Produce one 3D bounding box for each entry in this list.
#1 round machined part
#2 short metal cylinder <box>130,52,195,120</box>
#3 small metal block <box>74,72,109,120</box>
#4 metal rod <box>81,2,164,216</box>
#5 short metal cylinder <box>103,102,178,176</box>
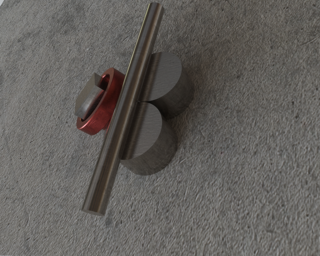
[{"bbox_3d":[-0.074,-0.032,0.437,0.098,0.042,0.098,-42,31,33],"label":"round machined part"},{"bbox_3d":[0.001,-0.057,0.424,0.080,0.050,0.080,-13,56,21],"label":"short metal cylinder"},{"bbox_3d":[-0.093,-0.042,0.428,0.050,0.025,0.050,-51,27,16],"label":"small metal block"},{"bbox_3d":[-0.038,-0.043,0.388,0.025,0.025,0.300,-1,61,28],"label":"metal rod"},{"bbox_3d":[-0.024,0.014,0.393,0.080,0.050,0.080,-13,55,20],"label":"short metal cylinder"}]
